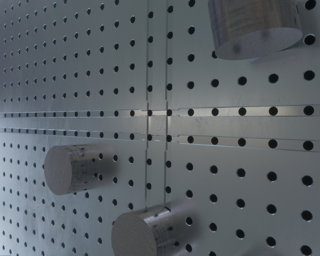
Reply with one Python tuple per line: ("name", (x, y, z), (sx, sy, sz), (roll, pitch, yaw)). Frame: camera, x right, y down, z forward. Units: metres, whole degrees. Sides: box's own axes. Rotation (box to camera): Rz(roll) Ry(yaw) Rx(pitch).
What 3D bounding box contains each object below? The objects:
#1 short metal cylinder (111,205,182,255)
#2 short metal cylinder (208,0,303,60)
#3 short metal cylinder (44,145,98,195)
("short metal cylinder", (-0.018, 0.146, 0.408), (0.080, 0.050, 0.079), (0, 90, 40))
("short metal cylinder", (0.090, -0.103, 0.299), (0.080, 0.081, 0.050), (-12, 82, 39))
("short metal cylinder", (-0.149, 0.068, 0.516), (0.080, 0.050, 0.079), (0, 90, 40))
